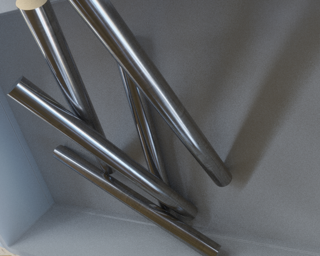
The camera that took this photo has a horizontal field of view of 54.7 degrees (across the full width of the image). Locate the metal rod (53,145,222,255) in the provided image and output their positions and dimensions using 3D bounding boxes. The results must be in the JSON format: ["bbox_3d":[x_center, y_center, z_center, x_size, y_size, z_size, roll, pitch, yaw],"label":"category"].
[{"bbox_3d":[-0.047,0.106,0.474,0.300,0.025,0.025,28,128,20],"label":"metal rod"}]

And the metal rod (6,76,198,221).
[{"bbox_3d":[-0.050,0.042,0.388,0.025,0.025,0.300,-22,130,36],"label":"metal rod"}]

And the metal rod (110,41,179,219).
[{"bbox_3d":[-0.013,0.025,0.430,0.025,0.025,0.298,0,119,28],"label":"metal rod"}]

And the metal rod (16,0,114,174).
[{"bbox_3d":[-0.090,-0.019,0.367,0.025,0.025,0.299,20,151,16],"label":"metal rod"}]

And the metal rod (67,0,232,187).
[{"bbox_3d":[0.010,-0.020,0.310,0.025,0.025,0.300,-8,140,32],"label":"metal rod"}]
